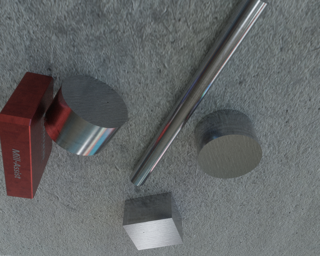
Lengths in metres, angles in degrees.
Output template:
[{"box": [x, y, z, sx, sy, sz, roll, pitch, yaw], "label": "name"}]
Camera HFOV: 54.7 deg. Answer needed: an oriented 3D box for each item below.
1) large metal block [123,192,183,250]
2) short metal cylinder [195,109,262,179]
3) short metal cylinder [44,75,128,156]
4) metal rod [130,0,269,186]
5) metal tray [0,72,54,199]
[{"box": [-0.010, 0.159, 0.526, 0.080, 0.050, 0.080, -12, 129, 10], "label": "large metal block"}, {"box": [0.088, 0.022, 0.410, 0.081, 0.050, 0.079, 0, 130, 0], "label": "short metal cylinder"}, {"box": [-0.085, -0.015, 0.357, 0.080, 0.080, 0.050, 28, 125, -22], "label": "short metal cylinder"}, {"box": [0.030, -0.024, 0.386, 0.025, 0.025, 0.298, 20, 127, -17], "label": "metal rod"}, {"box": [-0.156, 0.011, 0.371, 0.030, 0.090, 0.129, 10, 129, -9], "label": "metal tray"}]
